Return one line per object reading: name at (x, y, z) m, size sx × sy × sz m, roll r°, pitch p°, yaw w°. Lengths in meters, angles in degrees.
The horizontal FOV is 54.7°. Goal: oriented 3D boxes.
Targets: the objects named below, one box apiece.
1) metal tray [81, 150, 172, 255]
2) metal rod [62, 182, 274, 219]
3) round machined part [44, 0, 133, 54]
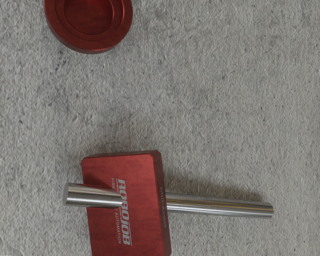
metal tray at (-0.039, 0.094, 0.366) m, size 0.090 × 0.030 × 0.129 m, roll -5°, pitch 92°, yaw 17°
metal rod at (0.030, 0.098, 0.402) m, size 0.302 × 0.025 × 0.025 m, roll 12°, pitch 86°, yaw -27°
round machined part at (-0.085, -0.136, 0.368) m, size 0.099 × 0.042 × 0.097 m, roll 0°, pitch 90°, yaw -20°
